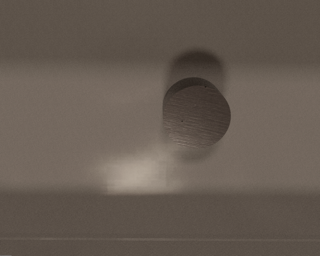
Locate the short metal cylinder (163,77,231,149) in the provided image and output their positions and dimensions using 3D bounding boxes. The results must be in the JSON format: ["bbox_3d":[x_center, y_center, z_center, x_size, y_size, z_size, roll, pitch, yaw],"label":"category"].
[{"bbox_3d":[0.044,-0.020,0.391,0.081,0.050,0.079,0,110,-1],"label":"short metal cylinder"}]
